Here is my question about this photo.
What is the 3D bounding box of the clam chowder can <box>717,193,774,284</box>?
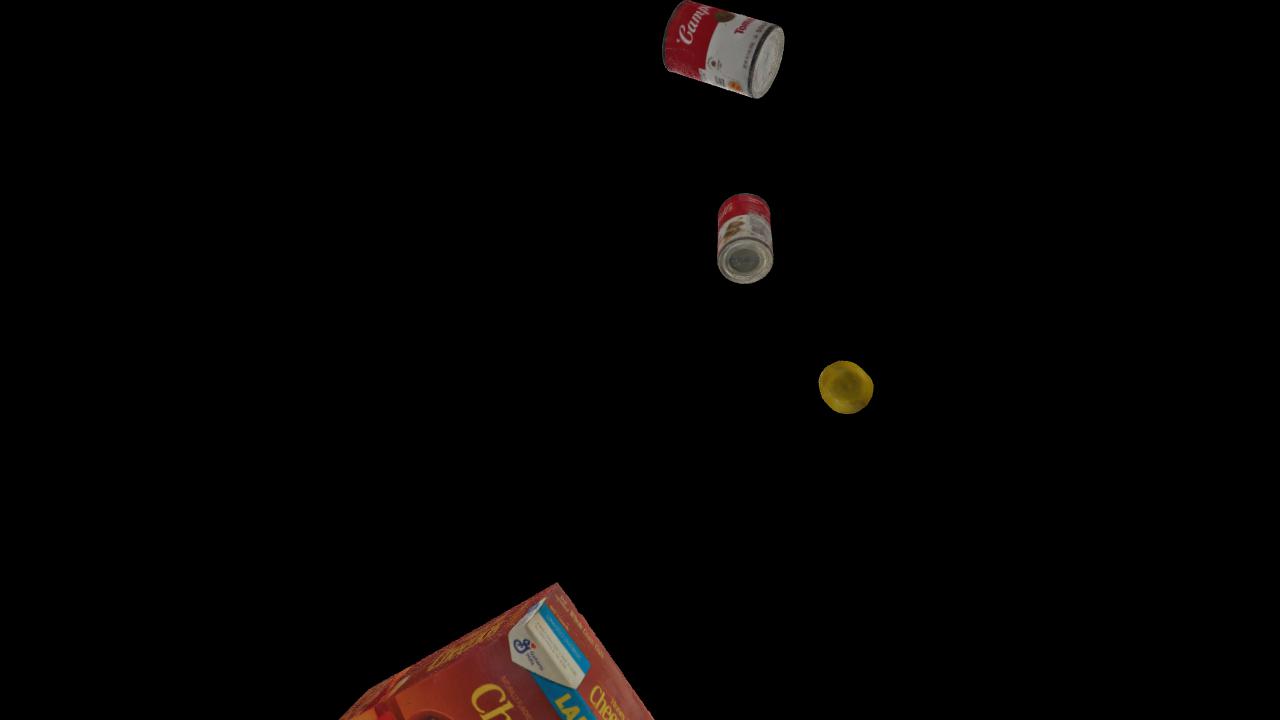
[{"bbox_3d":[0.129,-0.150,0.759,0.068,0.068,0.102,4,45,4],"label":"clam chowder can"}]

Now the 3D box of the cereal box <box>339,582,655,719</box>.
[{"bbox_3d":[-0.145,0.379,0.612,0.306,0.203,0.081,-34,1,22],"label":"cereal box"}]

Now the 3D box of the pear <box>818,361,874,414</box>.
[{"bbox_3d":[0.313,0.043,0.935,0.080,0.080,0.111,0,-6,24],"label":"pear"}]

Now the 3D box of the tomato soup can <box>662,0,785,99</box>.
[{"bbox_3d":[0.082,-0.304,0.604,0.101,0.068,0.068,29,11,20],"label":"tomato soup can"}]
